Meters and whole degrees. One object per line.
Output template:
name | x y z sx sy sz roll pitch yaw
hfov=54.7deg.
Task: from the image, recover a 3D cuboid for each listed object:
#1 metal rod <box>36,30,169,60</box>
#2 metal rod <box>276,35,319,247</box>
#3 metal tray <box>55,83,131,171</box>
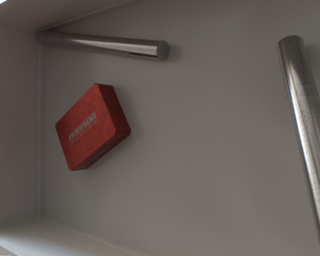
metal rod | -0.109 -0.136 0.493 0.300 0.025 0.025 18 101 38
metal rod | 0.124 0.049 0.230 0.025 0.025 0.299 -24 52 37
metal tray | -0.111 0.001 0.492 0.130 0.030 0.090 -37 68 33
